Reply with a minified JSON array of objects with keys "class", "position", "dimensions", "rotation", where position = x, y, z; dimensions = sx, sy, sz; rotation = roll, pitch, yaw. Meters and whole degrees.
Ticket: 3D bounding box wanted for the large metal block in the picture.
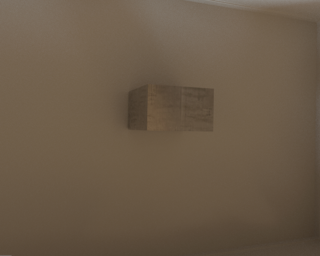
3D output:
[{"class":"large metal block","position":[0.011,-0.022,0.382],"dimensions":[0.081,0.080,0.050],"rotation":[1,90,-20]}]
